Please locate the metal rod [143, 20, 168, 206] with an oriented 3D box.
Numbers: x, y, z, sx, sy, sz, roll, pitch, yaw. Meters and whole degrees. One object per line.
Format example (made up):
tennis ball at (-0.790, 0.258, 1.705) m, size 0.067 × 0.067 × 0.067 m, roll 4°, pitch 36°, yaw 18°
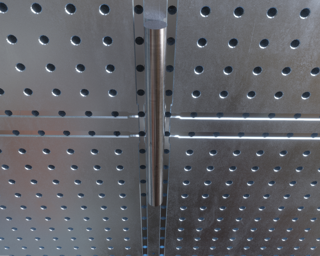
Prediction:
metal rod at (-0.006, 0.006, 0.417) m, size 0.025 × 0.025 × 0.298 m, roll 0°, pitch 130°, yaw -1°
